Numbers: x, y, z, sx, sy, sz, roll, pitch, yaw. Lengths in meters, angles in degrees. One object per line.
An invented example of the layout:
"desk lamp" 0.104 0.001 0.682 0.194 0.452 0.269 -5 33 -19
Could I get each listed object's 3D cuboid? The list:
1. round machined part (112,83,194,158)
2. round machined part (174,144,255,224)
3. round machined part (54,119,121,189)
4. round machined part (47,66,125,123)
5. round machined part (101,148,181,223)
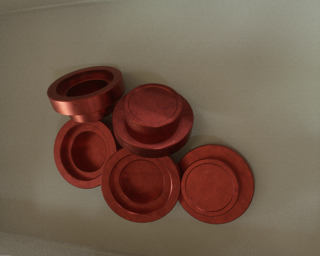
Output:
"round machined part" -0.008 -0.016 0.373 0.099 0.042 0.098 1 53 -1
"round machined part" 0.064 0.069 0.376 0.098 0.042 0.097 0 90 19
"round machined part" -0.094 0.032 0.431 0.098 0.042 0.097 0 90 19
"round machined part" -0.094 -0.043 0.413 0.098 0.098 0.042 3 126 19
"round machined part" -0.021 0.066 0.394 0.099 0.042 0.097 1 96 6
